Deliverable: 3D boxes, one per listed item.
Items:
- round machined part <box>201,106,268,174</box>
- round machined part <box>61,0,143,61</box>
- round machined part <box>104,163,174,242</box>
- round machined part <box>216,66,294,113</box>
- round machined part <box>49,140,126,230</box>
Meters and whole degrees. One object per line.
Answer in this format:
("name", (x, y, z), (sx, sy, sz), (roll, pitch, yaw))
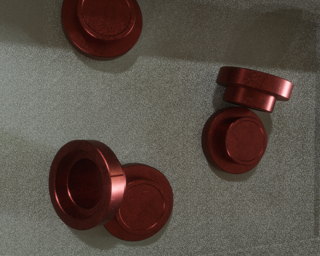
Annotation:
("round machined part", (0.113, 0.018, 0.443), (0.099, 0.042, 0.097), (0, 90, -20))
("round machined part", (-0.068, -0.134, 0.376), (0.099, 0.042, 0.097), (0, 90, -20))
("round machined part", (-0.028, 0.095, 0.391), (0.099, 0.042, 0.097), (0, 90, -20))
("round machined part", (0.123, -0.049, 0.418), (0.099, 0.098, 0.042), (14, 95, -20))
("round machined part", (-0.078, 0.062, 0.353), (0.042, 0.098, 0.097), (5, 88, -57))
